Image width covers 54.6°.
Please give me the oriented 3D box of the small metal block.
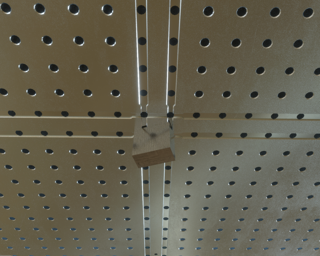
[{"bbox_3d":[-0.008,0.022,0.414,0.050,0.050,0.025,-13,129,11],"label":"small metal block"}]
